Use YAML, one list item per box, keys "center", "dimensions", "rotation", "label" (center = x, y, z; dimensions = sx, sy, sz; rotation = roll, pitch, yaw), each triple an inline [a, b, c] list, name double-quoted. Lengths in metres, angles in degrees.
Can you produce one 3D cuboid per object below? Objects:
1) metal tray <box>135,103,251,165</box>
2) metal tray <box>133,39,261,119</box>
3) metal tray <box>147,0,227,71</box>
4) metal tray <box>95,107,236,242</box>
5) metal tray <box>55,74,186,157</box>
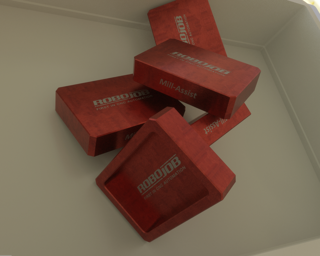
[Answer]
- center: [0.041, 0.009, 0.379]
  dimensions: [0.131, 0.090, 0.030]
  rotation: [-31, 89, -38]
  label: "metal tray"
- center: [0.044, -0.065, 0.378]
  dimensions: [0.130, 0.030, 0.091]
  rotation: [26, 41, 22]
  label: "metal tray"
- center: [0.042, -0.126, 0.458]
  dimensions: [0.090, 0.030, 0.129]
  rotation: [-17, 76, 9]
  label: "metal tray"
- center: [-0.002, 0.051, 0.305]
  dimensions: [0.090, 0.129, 0.030]
  rotation: [48, 42, 5]
  label: "metal tray"
- center: [-0.046, -0.023, 0.374]
  dimensions: [0.131, 0.030, 0.090]
  rotation: [-18, 51, -35]
  label: "metal tray"
